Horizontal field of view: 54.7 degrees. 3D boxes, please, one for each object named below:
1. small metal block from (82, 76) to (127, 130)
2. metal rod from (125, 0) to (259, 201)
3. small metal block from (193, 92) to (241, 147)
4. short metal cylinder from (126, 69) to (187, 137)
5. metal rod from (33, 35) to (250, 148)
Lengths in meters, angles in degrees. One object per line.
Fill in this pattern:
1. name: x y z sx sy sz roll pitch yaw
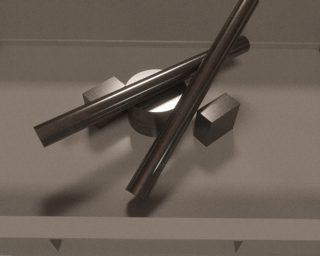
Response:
1. small metal block: -0.072 -0.033 0.416 0.050 0.050 0.025 -35 59 -26
2. metal rod: 0.047 -0.050 0.379 0.025 0.025 0.300 26 74 19
3. small metal block: 0.072 -0.010 0.398 0.050 0.050 0.025 -32 58 -24
4. short metal cylinder: -0.005 -0.034 0.417 0.081 0.050 0.080 0 50 0
5. metal rod: -0.005 -0.055 0.386 0.302 0.025 0.025 -28 56 -22
